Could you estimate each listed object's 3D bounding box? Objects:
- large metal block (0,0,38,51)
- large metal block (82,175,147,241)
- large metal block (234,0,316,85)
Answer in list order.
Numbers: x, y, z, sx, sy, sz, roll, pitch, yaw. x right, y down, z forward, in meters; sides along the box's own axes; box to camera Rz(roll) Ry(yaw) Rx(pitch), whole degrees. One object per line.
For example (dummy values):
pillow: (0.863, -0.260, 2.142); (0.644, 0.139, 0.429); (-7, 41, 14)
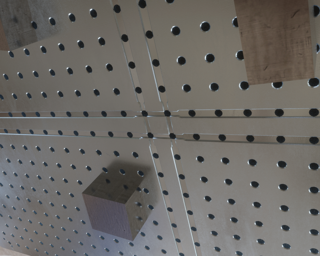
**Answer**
large metal block: (-0.224, -0.153, 0.420); (0.080, 0.050, 0.080); (10, 123, 23)
large metal block: (-0.074, 0.131, 0.516); (0.080, 0.050, 0.080); (7, 122, 24)
large metal block: (0.103, -0.091, 0.265); (0.050, 0.080, 0.080); (-3, 117, 30)
